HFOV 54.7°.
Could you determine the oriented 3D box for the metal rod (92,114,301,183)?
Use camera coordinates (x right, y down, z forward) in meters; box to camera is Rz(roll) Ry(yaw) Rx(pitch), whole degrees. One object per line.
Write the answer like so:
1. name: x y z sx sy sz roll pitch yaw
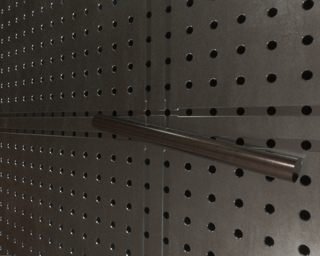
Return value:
1. metal rod: 0.018 0.016 0.392 0.300 0.025 0.025 13 98 39
